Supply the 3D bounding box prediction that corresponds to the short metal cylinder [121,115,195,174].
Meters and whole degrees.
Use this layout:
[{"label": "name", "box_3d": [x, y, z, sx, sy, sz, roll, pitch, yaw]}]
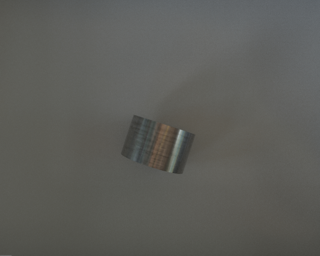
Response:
[{"label": "short metal cylinder", "box_3d": [-0.002, 0.020, 0.384, 0.080, 0.080, 0.050, 18, 90, 0]}]
